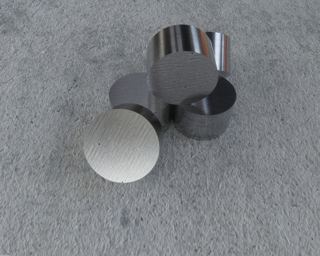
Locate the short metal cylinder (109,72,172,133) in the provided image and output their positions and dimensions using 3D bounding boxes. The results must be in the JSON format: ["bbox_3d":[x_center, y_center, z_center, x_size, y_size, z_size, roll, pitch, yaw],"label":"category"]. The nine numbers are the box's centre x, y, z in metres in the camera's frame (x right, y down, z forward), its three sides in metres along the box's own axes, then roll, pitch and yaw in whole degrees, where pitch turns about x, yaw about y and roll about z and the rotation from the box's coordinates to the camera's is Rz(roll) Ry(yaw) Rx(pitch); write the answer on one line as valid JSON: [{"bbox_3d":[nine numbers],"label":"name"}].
[{"bbox_3d":[-0.024,-0.029,0.412,0.081,0.050,0.080,0,50,0],"label":"short metal cylinder"}]

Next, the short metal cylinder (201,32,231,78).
[{"bbox_3d":[0.060,-0.100,0.445,0.081,0.080,0.050,0,88,0],"label":"short metal cylinder"}]

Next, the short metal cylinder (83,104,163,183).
[{"bbox_3d":[-0.038,0.015,0.347,0.080,0.079,0.050,6,11,4],"label":"short metal cylinder"}]

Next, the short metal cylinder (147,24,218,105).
[{"bbox_3d":[0.025,-0.073,0.366,0.081,0.080,0.050,-1,50,-1],"label":"short metal cylinder"}]

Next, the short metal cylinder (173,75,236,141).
[{"bbox_3d":[0.057,-0.030,0.413,0.081,0.050,0.080,0,50,0],"label":"short metal cylinder"}]
